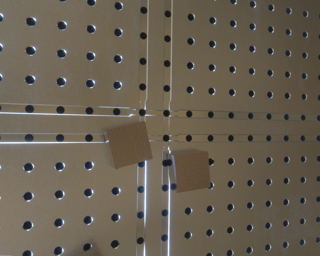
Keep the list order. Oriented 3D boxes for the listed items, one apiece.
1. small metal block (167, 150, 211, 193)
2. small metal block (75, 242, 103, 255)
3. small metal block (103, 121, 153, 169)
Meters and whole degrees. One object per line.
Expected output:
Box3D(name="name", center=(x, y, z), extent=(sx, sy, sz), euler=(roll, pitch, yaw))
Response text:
Box3D(name="small metal block", center=(0.040, 0.059, 0.429), extent=(0.050, 0.025, 0.050), euler=(-5, 92, -20))
Box3D(name="small metal block", center=(-0.089, 0.180, 0.381), extent=(0.050, 0.025, 0.050), euler=(-31, 101, -18))
Box3D(name="small metal block", center=(-0.041, 0.021, 0.398), extent=(0.050, 0.025, 0.050), euler=(-14, 95, -20))
